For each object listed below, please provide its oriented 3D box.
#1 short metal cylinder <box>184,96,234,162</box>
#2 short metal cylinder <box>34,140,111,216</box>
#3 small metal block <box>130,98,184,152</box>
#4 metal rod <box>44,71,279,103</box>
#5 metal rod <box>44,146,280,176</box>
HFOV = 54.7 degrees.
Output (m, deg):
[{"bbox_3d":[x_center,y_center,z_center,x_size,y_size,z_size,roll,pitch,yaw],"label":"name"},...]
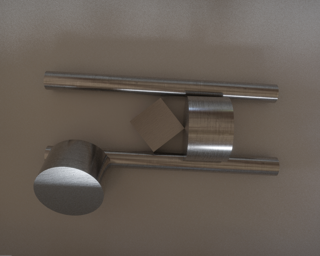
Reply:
[{"bbox_3d":[0.057,0.001,0.383,0.050,0.080,0.079,2,90,0],"label":"short metal cylinder"},{"bbox_3d":[-0.105,0.061,0.379,0.081,0.050,0.079,1,124,1],"label":"short metal cylinder"},{"bbox_3d":[-0.004,-0.004,0.410,0.050,0.025,0.050,-38,91,0],"label":"small metal block"},{"bbox_3d":[0.002,-0.054,0.409,0.302,0.025,0.025,3,90,-1],"label":"metal rod"},{"bbox_3d":[0.003,0.043,0.409,0.302,0.025,0.025,3,90,-1],"label":"metal rod"}]
